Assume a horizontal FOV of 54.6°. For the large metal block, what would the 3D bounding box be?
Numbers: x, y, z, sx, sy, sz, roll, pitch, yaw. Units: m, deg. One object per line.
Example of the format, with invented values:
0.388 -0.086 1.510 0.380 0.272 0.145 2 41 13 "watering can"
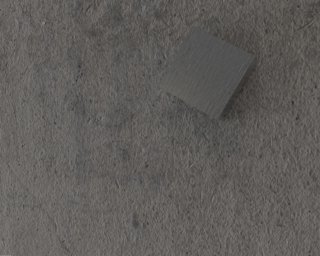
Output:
0.059 -0.063 0.375 0.080 0.050 0.080 32 100 17 "large metal block"
